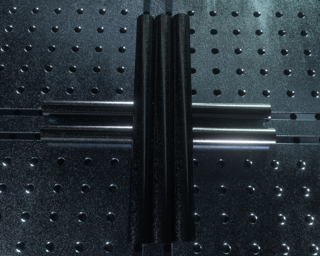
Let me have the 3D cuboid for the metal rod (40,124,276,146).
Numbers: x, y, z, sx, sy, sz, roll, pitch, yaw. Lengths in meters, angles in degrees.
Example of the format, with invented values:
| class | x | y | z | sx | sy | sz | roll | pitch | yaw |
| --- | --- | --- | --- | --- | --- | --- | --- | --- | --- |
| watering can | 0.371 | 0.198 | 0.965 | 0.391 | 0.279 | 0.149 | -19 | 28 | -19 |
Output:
| class | x | y | z | sx | sy | sz | roll | pitch | yaw |
| --- | --- | --- | --- | --- | --- | --- | --- | --- | --- |
| metal rod | -0.002 | 0.009 | 0.408 | 0.302 | 0.025 | 0.025 | 1 | 70 | 0 |

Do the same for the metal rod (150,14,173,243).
| class | x | y | z | sx | sy | sz | roll | pitch | yaw |
| --- | --- | --- | --- | --- | --- | --- | --- | --- | --- |
| metal rod | 0.003 | -0.014 | 0.391 | 0.025 | 0.025 | 0.299 | 1 | 70 | 0 |

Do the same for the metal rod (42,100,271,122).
| class | x | y | z | sx | sy | sz | roll | pitch | yaw |
| --- | --- | --- | --- | --- | --- | --- | --- | --- | --- |
| metal rod | -0.004 | -0.023 | 0.420 | 0.302 | 0.025 | 0.025 | 1 | 70 | 0 |

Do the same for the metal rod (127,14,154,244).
| class | x | y | z | sx | sy | sz | roll | pitch | yaw |
| --- | --- | --- | --- | --- | --- | --- | --- | --- | --- |
| metal rod | -0.022 | -0.014 | 0.390 | 0.025 | 0.025 | 0.299 | 1 | 70 | 0 |

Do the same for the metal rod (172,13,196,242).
| class | x | y | z | sx | sy | sz | roll | pitch | yaw |
| --- | --- | --- | --- | --- | --- | --- | --- | --- | --- |
| metal rod | 0.028 | -0.016 | 0.392 | 0.025 | 0.025 | 0.299 | 1 | 70 | 0 |
